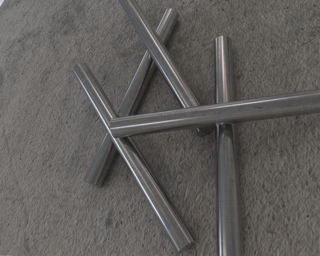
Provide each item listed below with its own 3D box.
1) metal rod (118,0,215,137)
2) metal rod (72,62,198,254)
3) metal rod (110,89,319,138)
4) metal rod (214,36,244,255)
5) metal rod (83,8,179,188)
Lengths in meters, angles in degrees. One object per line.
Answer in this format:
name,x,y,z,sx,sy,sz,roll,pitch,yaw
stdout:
metal rod,-0.004,-0.112,0.447,0.025,0.025,0.299,-32,60,8
metal rod,-0.046,0.016,0.392,0.025,0.025,0.300,-37,59,3
metal rod,0.090,-0.018,0.338,0.301,0.025,0.025,-7,58,13
metal rod,0.076,0.011,0.357,0.025,0.025,0.299,-9,58,23
metal rod,-0.034,-0.056,0.456,0.025,0.025,0.300,10,66,32
